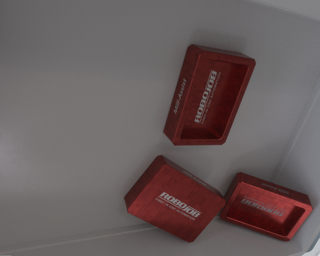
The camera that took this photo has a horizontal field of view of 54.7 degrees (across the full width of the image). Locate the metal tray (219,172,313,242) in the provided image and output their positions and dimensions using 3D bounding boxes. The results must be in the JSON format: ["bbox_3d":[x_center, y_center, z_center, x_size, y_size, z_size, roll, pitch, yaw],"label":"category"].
[{"bbox_3d":[0.180,0.138,0.539,0.131,0.030,0.089,19,119,1],"label":"metal tray"}]

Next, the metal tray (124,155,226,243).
[{"bbox_3d":[0.024,0.110,0.467,0.130,0.030,0.090,34,99,-25],"label":"metal tray"}]

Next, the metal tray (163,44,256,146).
[{"bbox_3d":[0.065,-0.039,0.416,0.091,0.030,0.129,1,118,-29],"label":"metal tray"}]
